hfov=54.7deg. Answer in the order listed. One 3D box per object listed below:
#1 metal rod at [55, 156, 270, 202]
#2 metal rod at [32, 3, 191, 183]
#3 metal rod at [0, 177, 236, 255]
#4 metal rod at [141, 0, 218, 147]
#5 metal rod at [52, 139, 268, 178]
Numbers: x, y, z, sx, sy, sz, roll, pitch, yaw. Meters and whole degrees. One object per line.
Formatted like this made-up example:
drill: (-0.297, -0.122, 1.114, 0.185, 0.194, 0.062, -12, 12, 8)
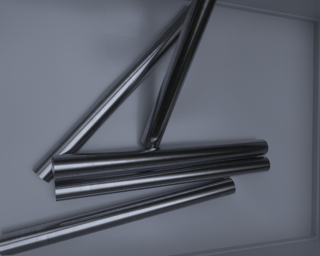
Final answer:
metal rod: (0.018, 0.064, 0.418, 0.303, 0.025, 0.025, -4, 92, -20)
metal rod: (-0.043, -0.055, 0.395, 0.025, 0.025, 0.300, 45, 76, -15)
metal rod: (-0.037, 0.108, 0.397, 0.303, 0.025, 0.025, -10, 94, -20)
metal rod: (0.036, -0.106, 0.346, 0.025, 0.025, 0.298, 11, 117, -20)
metal rod: (0.019, 0.036, 0.405, 0.303, 0.025, 0.025, -3, 91, -26)
